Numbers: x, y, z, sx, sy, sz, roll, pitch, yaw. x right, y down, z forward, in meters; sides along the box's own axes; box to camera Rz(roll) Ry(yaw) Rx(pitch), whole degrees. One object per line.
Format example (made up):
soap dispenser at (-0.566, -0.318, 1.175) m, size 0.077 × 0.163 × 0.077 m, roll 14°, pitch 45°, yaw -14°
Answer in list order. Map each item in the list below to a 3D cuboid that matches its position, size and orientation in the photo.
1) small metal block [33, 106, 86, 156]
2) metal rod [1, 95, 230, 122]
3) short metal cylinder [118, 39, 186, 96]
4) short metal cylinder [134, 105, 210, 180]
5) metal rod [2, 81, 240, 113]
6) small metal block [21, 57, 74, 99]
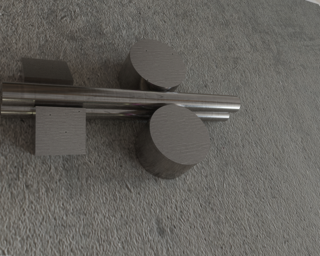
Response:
small metal block at (-0.108, 0.003, 0.332) m, size 0.050 × 0.025 × 0.050 m, roll 1°, pitch 88°, yaw -29°
metal rod at (-0.035, -0.022, 0.400) m, size 0.303 × 0.025 × 0.025 m, roll 0°, pitch 62°, yaw -28°
short metal cylinder at (-0.012, -0.075, 0.428) m, size 0.081 × 0.050 × 0.080 m, roll 14°, pitch 56°, yaw -21°
short metal cylinder at (0.014, 0.018, 0.386) m, size 0.081 × 0.050 × 0.080 m, roll 14°, pitch 56°, yaw -21°
metal rod at (-0.025, -0.035, 0.381) m, size 0.303 × 0.025 × 0.025 m, roll 0°, pitch 62°, yaw -28°
small metal block at (-0.131, -0.057, 0.357) m, size 0.050 × 0.025 × 0.050 m, roll 0°, pitch 35°, yaw -28°
